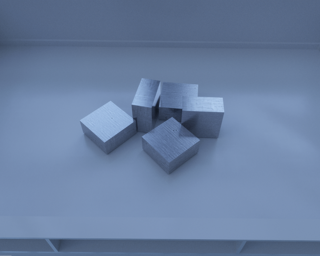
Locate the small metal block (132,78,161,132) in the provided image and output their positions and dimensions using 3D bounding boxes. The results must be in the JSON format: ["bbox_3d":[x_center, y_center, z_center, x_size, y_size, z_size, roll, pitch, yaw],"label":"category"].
[{"bbox_3d":[-0.017,-0.029,0.410,0.025,0.050,0.050,10,51,8],"label":"small metal block"}]

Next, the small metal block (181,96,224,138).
[{"bbox_3d":[0.052,-0.013,0.398,0.050,0.050,0.025,2,50,1],"label":"small metal block"}]

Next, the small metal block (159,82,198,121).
[{"bbox_3d":[0.026,-0.037,0.434,0.050,0.025,0.050,5,50,4],"label":"small metal block"}]

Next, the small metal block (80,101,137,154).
[{"bbox_3d":[-0.067,-0.002,0.403,0.050,0.025,0.050,38,59,27],"label":"small metal block"}]

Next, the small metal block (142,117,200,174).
[{"bbox_3d":[0.013,0.021,0.385,0.050,0.025,0.050,-33,58,-25],"label":"small metal block"}]
